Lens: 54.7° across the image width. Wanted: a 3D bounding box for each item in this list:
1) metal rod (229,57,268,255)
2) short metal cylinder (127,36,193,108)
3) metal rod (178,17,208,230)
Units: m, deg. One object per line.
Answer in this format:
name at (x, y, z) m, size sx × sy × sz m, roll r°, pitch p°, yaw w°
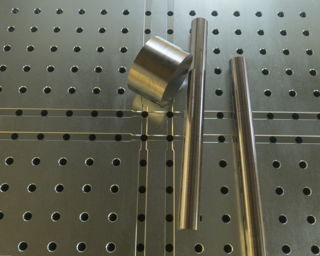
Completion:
metal rod at (0.112, 0.044, 0.396) m, size 0.025 × 0.025 × 0.299 m, roll 0°, pitch 70°, yaw 0°
short metal cylinder at (0.001, -0.073, 0.409) m, size 0.050 × 0.080 × 0.080 m, roll 31°, pitch 73°, yaw 10°
metal rod at (0.047, -0.019, 0.418) m, size 0.025 × 0.025 × 0.299 m, roll 5°, pitch 70°, yaw 2°
